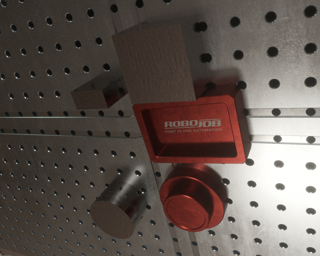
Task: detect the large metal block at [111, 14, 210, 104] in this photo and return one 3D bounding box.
[{"bbox_3d":[0.004,-0.075,0.346,0.080,0.050,0.080,-1,118,28],"label":"large metal block"}]

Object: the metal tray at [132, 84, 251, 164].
[{"bbox_3d":[0.039,-0.001,0.385,0.130,0.030,0.089,-3,117,29],"label":"metal tray"}]

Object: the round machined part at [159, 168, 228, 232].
[{"bbox_3d":[0.044,0.109,0.444,0.098,0.042,0.097,13,124,20],"label":"round machined part"}]

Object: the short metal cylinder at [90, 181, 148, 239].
[{"bbox_3d":[-0.067,0.135,0.512,0.080,0.050,0.079,13,124,20],"label":"short metal cylinder"}]

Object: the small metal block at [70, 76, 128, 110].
[{"bbox_3d":[-0.078,-0.047,0.406,0.050,0.050,0.025,0,118,28],"label":"small metal block"}]
